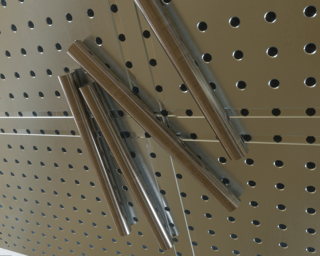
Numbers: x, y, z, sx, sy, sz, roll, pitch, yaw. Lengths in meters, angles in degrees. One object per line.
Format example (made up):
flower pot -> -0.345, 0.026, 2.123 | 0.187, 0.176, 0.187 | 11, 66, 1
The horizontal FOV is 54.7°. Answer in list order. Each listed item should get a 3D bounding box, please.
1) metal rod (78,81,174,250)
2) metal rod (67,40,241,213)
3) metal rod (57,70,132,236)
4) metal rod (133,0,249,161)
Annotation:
metal rod -> -0.044, 0.069, 0.475 | 0.025, 0.025, 0.299 | -11, 113, 32
metal rod -> -0.005, 0.000, 0.412 | 0.300, 0.025, 0.025 | 45, 129, -4
metal rod -> -0.097, 0.054, 0.493 | 0.025, 0.025, 0.298 | 0, 119, 28
metal rod -> 0.017, -0.090, 0.345 | 0.025, 0.025, 0.299 | -24, 106, 36
